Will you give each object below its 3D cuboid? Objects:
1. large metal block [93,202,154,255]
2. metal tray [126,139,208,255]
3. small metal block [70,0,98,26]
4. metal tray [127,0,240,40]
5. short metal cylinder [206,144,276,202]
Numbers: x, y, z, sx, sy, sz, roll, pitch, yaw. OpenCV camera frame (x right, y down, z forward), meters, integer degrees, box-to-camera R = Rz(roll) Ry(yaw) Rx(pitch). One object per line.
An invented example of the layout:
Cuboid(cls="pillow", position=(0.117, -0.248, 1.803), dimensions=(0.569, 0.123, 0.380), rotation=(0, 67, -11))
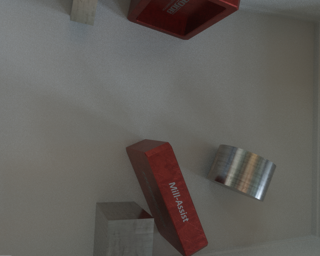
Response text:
Cuboid(cls="large metal block", position=(-0.046, 0.136, 0.365), dimensions=(0.050, 0.080, 0.079), rotation=(3, 89, -20))
Cuboid(cls="metal tray", position=(0.005, 0.080, 0.379), dimensions=(0.030, 0.090, 0.129), rotation=(-23, 98, -19))
Cuboid(cls="small metal block", position=(-0.087, -0.149, 0.357), dimensions=(0.025, 0.050, 0.050), rotation=(8, 112, -20))
Cuboid(cls="metal tray", position=(0.022, -0.147, 0.364), dimensions=(0.091, 0.130, 0.030), rotation=(13, 86, -20))
Cuboid(cls="short metal cylinder", position=(0.110, 0.061, 0.424), dimensions=(0.080, 0.080, 0.050), rotation=(26, 81, -19))
